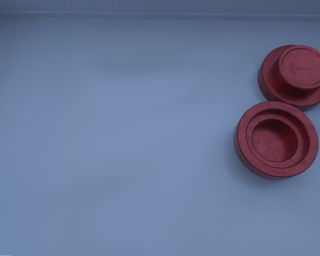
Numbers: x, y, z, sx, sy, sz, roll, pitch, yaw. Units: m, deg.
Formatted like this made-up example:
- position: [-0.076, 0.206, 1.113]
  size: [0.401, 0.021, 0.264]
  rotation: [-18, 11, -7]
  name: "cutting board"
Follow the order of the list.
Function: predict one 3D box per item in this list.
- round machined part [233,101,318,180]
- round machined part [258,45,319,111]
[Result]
- position: [0.143, 0.018, 0.395]
  size: [0.099, 0.042, 0.098]
  rotation: [0, 70, 0]
  name: "round machined part"
- position: [0.191, -0.075, 0.429]
  size: [0.099, 0.042, 0.098]
  rotation: [0, 70, 0]
  name: "round machined part"
